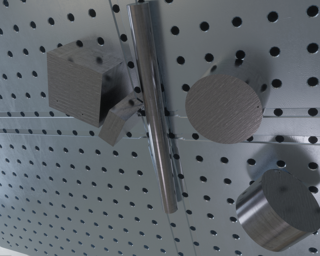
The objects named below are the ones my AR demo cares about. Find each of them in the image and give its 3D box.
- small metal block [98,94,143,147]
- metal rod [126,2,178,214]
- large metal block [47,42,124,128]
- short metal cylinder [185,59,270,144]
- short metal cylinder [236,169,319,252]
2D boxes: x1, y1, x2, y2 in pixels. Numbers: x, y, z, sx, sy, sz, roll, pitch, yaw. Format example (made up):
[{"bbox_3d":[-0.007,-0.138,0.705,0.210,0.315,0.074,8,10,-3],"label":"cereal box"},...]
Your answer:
[{"bbox_3d":[-0.052,-0.010,0.416,0.025,0.050,0.050,35,129,5],"label":"small metal block"},{"bbox_3d":[-0.004,-0.006,0.409,0.025,0.025,0.298,6,121,25],"label":"metal rod"},{"bbox_3d":[-0.099,-0.058,0.411,0.080,0.050,0.079,23,127,14],"label":"large metal block"},{"bbox_3d":[0.074,-0.029,0.338,0.080,0.050,0.079,13,124,21],"label":"short metal cylinder"},{"bbox_3d":[0.137,0.095,0.362,0.080,0.080,0.050,35,129,4],"label":"short metal cylinder"}]
